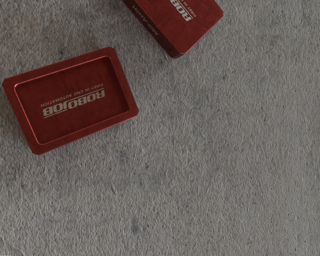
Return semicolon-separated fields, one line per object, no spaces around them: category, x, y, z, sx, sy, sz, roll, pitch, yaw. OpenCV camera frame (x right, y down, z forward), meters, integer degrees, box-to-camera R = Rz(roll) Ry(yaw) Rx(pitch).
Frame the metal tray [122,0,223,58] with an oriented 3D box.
metal tray;0.011;-0.170;0.410;0.090;0.030;0.130;-47;105;-14

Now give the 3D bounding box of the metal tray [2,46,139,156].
metal tray;-0.102;-0.034;0.368;0.131;0.030;0.090;-23;98;-19
